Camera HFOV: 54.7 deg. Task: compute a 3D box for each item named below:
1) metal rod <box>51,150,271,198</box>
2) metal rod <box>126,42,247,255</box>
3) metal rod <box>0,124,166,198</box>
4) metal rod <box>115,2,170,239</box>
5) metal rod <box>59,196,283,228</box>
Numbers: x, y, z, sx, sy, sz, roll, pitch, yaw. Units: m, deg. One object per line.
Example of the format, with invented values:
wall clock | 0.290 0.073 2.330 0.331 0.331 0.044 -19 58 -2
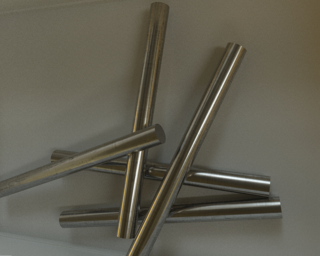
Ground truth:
metal rod | -0.013 0.057 0.412 0.301 0.025 0.025 5 92 19
metal rod | 0.029 0.037 0.377 0.025 0.025 0.299 26 90 18
metal rod | -0.129 0.053 0.426 0.300 0.025 0.025 -20 84 24
metal rod | -0.021 -0.013 0.397 0.025 0.025 0.298 7 86 19
metal rod | 0.000 0.113 0.408 0.301 0.025 0.025 -9 87 19
